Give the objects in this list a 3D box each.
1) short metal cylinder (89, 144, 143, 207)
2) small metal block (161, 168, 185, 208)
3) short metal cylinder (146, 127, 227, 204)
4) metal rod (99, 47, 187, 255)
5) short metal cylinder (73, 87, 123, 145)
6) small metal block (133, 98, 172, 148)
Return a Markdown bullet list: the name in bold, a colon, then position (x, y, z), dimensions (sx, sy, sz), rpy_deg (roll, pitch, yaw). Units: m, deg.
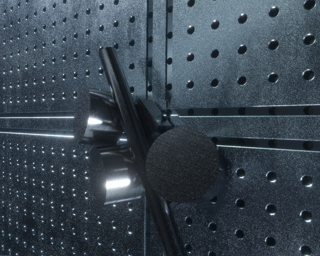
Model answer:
- **short metal cylinder**: position (-0.061, 0.063, 0.421), dimensions (0.080, 0.050, 0.079), rpy_deg (15, 107, 61)
- **small metal block**: position (0.009, 0.072, 0.397), dimensions (0.050, 0.025, 0.050), rpy_deg (-48, 62, 29)
- **short metal cylinder**: position (0.031, 0.044, 0.346), dimensions (0.080, 0.050, 0.080), rpy_deg (-6, 74, 19)
- **metal rod**: position (-0.024, 0.029, 0.391), dimensions (0.025, 0.025, 0.299), rpy_deg (-32, 70, 35)
- **short metal cylinder**: position (-0.088, -0.015, 0.443), dimensions (0.080, 0.050, 0.080), rpy_deg (-25, 60, 56)
- **small metal block**: position (-0.020, -0.004, 0.421), dimensions (0.050, 0.025, 0.050), rpy_deg (-51, 61, 28)
